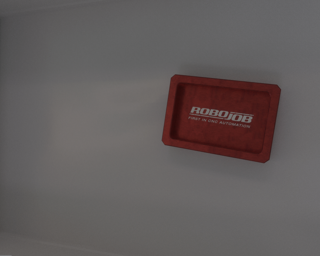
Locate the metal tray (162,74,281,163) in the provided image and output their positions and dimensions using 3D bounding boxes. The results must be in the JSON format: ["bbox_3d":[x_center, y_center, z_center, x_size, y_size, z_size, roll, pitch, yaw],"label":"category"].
[{"bbox_3d":[0.073,-0.014,0.382,0.130,0.030,0.090,9,93,19],"label":"metal tray"}]
